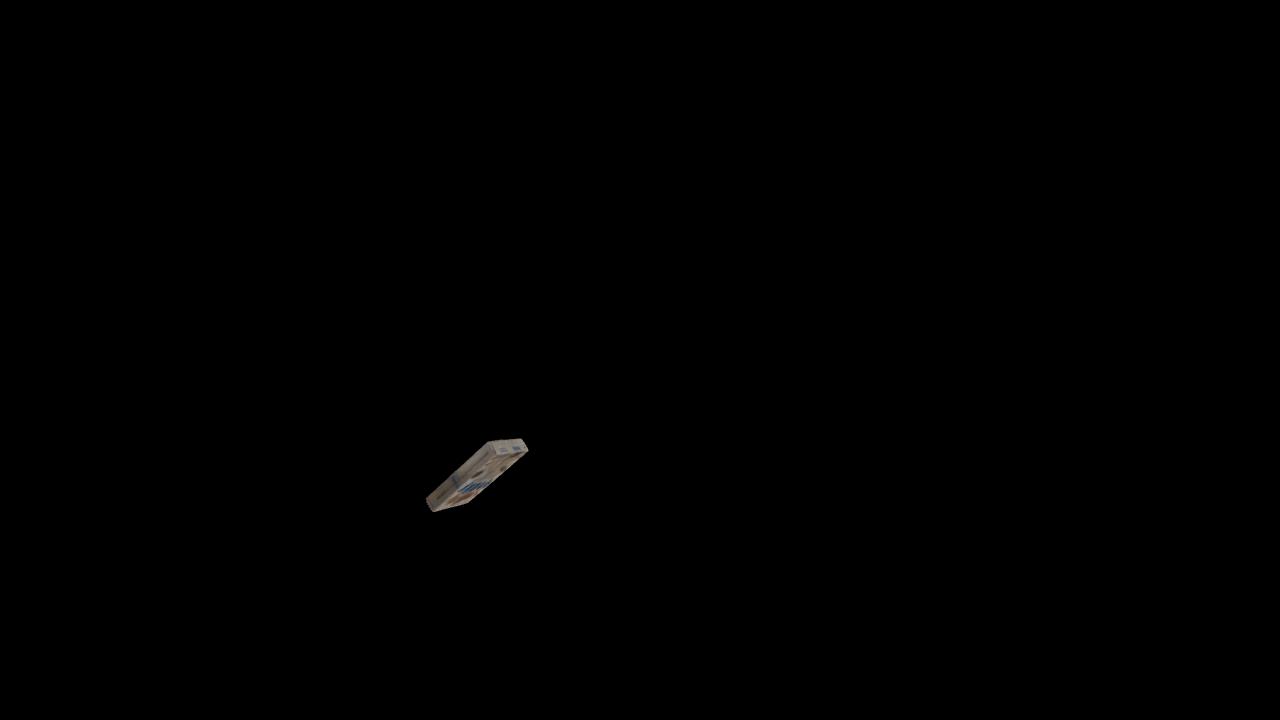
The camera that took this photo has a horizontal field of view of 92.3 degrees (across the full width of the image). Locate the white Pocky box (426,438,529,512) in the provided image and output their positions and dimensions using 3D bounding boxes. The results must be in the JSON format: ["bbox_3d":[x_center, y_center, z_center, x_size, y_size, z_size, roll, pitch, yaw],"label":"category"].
[{"bbox_3d":[-0.252,0.176,0.951,0.154,0.028,0.084,-41,-18,18],"label":"white Pocky box"}]
